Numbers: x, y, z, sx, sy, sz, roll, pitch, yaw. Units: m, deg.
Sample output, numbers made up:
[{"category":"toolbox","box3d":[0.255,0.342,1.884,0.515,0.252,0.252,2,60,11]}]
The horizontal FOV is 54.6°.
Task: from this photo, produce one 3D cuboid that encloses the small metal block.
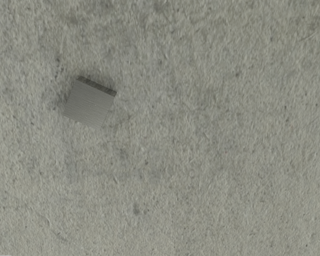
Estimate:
[{"category":"small metal block","box3d":[-0.089,-0.032,0.397,0.050,0.025,0.050,24,108,-9]}]
